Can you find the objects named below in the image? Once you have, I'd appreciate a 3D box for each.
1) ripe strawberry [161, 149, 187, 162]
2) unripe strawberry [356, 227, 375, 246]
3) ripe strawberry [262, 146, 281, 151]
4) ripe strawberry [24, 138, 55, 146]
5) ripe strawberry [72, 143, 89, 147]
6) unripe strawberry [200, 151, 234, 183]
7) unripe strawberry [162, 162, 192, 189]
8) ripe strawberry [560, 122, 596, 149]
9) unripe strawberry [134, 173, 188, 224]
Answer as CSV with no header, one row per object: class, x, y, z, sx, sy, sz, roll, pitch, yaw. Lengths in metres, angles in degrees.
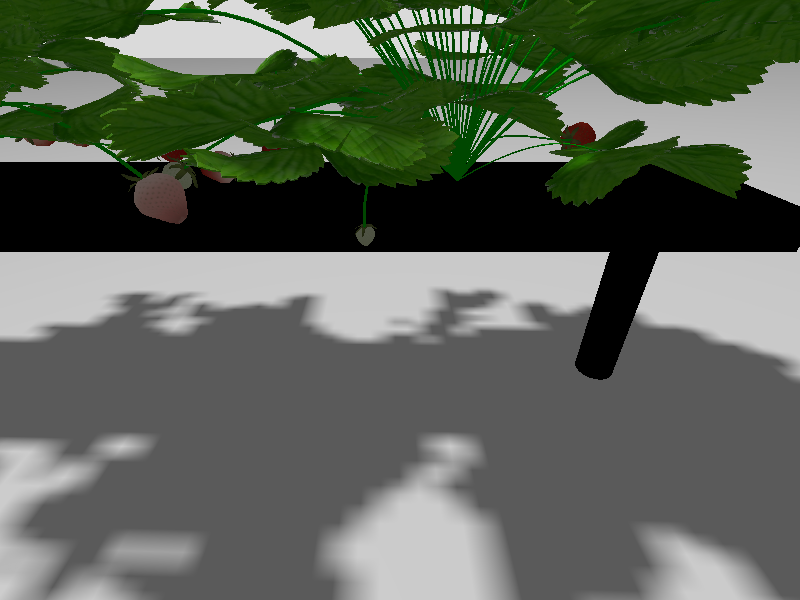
ripe strawberry,-0.224,-0.152,0.396,0.032,0.028,0.032,-11,34,-17
unripe strawberry,-0.020,-0.037,0.231,0.011,0.011,0.011,16,36,23
ripe strawberry,-0.101,-0.135,0.359,0.045,0.038,0.044,5,33,8
ripe strawberry,-0.420,-0.202,0.466,0.039,0.041,0.042,-4,32,-7
ripe strawberry,-0.369,-0.196,0.464,0.031,0.033,0.034,6,33,10
unripe strawberry,-0.152,-0.111,0.335,0.026,0.026,0.029,-2,33,-2
unripe strawberry,-0.178,-0.097,0.317,0.022,0.022,0.024,-33,32,12
ripe strawberry,0.191,-0.173,0.426,0.036,0.031,0.036,-21,38,-30
unripe strawberry,-0.156,-0.065,0.264,0.032,0.033,0.030,-33,13,36
